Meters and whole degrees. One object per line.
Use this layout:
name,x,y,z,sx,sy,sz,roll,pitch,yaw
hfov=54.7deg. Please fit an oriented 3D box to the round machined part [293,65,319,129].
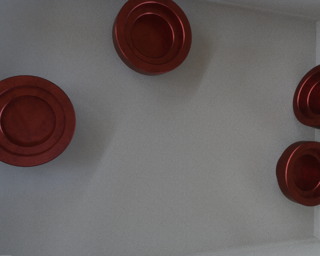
round machined part,0.253,-0.045,0.465,0.042,0.098,0.098,15,85,-19

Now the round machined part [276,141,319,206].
round machined part,0.222,0.068,0.482,0.099,0.042,0.097,0,90,-18

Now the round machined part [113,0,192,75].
round machined part,-0.013,-0.116,0.396,0.099,0.042,0.097,0,90,-20

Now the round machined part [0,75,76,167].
round machined part,-0.147,-0.007,0.347,0.099,0.042,0.097,0,90,-20
